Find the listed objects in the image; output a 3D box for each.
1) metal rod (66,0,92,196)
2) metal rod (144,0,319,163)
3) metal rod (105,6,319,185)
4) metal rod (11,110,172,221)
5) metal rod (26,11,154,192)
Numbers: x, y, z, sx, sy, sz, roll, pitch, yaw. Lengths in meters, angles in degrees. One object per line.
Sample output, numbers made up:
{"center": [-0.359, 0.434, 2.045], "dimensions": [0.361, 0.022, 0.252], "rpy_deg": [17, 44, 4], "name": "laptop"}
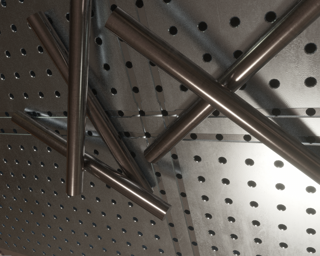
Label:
{"center": [-0.110, -0.038, 0.411], "dimensions": [0.025, 0.025, 0.298], "rpy_deg": [17, 115, 18], "name": "metal rod"}
{"center": [0.069, -0.043, 0.347], "dimensions": [0.025, 0.025, 0.298], "rpy_deg": [43, 129, -2], "name": "metal rod"}
{"center": [0.075, -0.024, 0.325], "dimensions": [0.301, 0.025, 0.025], "rpy_deg": [35, 129, -8], "name": "metal rod"}
{"center": [-0.115, 0.050, 0.478], "dimensions": [0.301, 0.025, 0.025], "rpy_deg": [29, 128, 18], "name": "metal rod"}
{"center": [-0.092, -0.021, 0.444], "dimensions": [0.025, 0.025, 0.299], "rpy_deg": [-18, 109, 35], "name": "metal rod"}
